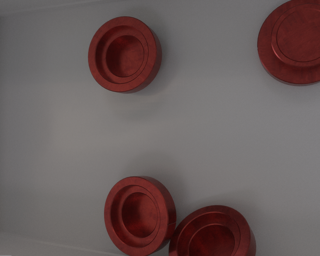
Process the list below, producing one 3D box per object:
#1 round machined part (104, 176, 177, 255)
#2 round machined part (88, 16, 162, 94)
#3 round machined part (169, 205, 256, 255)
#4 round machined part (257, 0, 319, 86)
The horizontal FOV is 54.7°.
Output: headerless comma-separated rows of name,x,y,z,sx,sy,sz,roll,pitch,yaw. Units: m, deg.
round machined part,-0.021,0.111,0.402,0.098,0.042,0.097,-4,82,31
round machined part,-0.043,-0.095,0.417,0.098,0.042,0.097,0,90,20
round machined part,0.063,0.142,0.360,0.098,0.098,0.042,-21,120,19
round machined part,0.160,-0.098,0.345,0.098,0.042,0.097,0,90,20
